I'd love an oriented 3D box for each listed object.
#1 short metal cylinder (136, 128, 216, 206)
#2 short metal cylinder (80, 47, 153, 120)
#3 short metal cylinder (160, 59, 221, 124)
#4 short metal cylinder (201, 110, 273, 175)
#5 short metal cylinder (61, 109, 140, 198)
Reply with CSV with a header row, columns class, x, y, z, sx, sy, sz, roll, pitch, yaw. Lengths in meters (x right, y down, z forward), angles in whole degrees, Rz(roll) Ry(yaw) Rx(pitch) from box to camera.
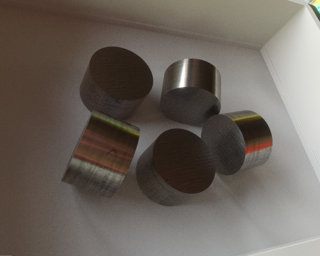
class,x,y,z,sx,sy,sz,roll,pitch,yaw
short metal cylinder,0.018,0.047,0.370,0.081,0.050,0.080,14,56,-21
short metal cylinder,-0.056,-0.055,0.392,0.081,0.050,0.080,14,56,-21
short metal cylinder,0.043,-0.048,0.424,0.080,0.080,0.050,20,54,-17
short metal cylinder,0.100,0.018,0.413,0.050,0.080,0.080,-9,67,-33
short metal cylinder,-0.061,0.026,0.320,0.050,0.080,0.080,24,53,-14
